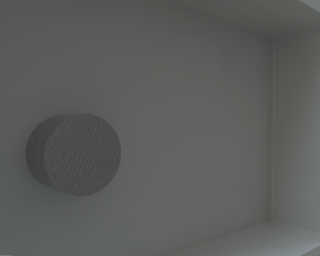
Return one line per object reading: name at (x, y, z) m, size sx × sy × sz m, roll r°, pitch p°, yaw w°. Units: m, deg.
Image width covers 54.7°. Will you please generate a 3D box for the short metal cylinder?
short metal cylinder at (-0.088, 0.026, 0.318) m, size 0.081 × 0.050 × 0.079 m, roll 0°, pitch 90°, yaw -40°
